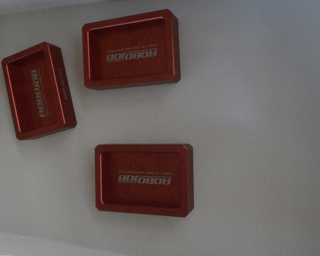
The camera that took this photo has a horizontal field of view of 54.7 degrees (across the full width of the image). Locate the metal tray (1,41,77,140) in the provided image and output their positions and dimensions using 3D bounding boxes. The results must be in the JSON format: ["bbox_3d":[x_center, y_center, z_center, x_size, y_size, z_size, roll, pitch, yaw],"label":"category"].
[{"bbox_3d":[-0.184,-0.054,0.470,0.090,0.030,0.129,-15,85,19],"label":"metal tray"}]

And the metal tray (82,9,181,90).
[{"bbox_3d":[-0.040,-0.102,0.420,0.130,0.030,0.089,-3,89,19],"label":"metal tray"}]

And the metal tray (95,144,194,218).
[{"bbox_3d":[-0.022,0.066,0.414,0.130,0.030,0.089,-1,90,19],"label":"metal tray"}]
